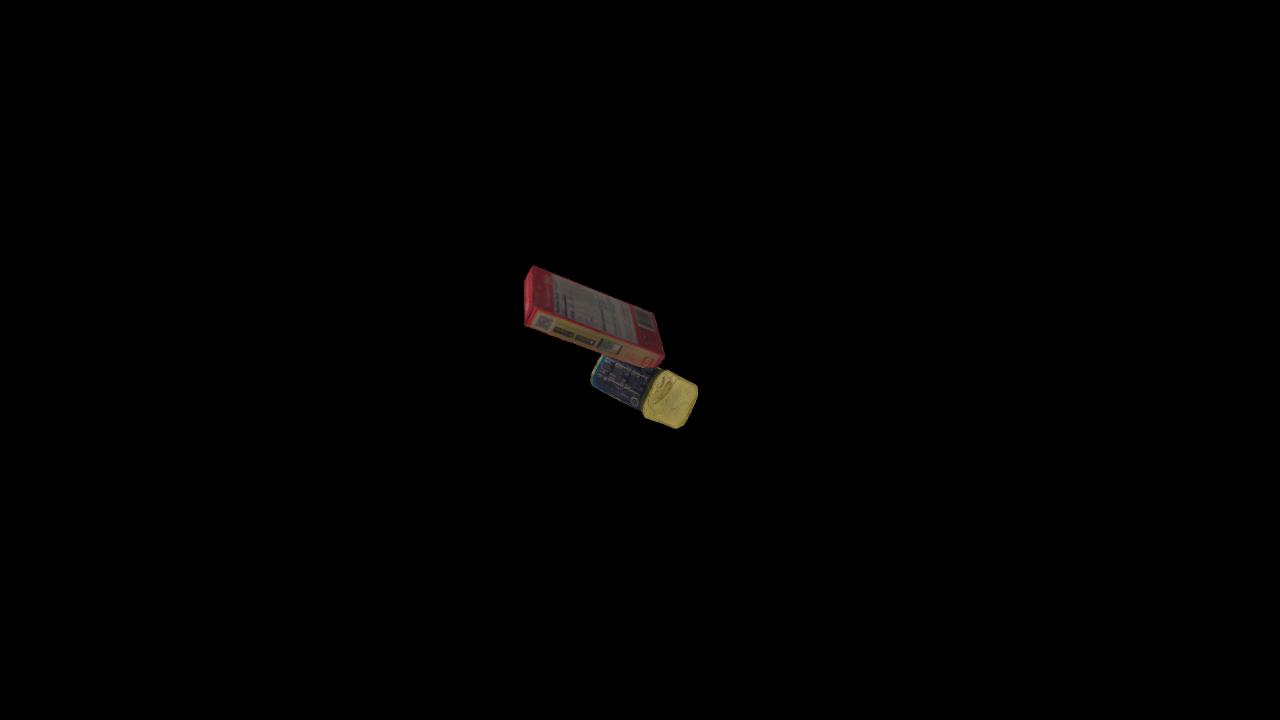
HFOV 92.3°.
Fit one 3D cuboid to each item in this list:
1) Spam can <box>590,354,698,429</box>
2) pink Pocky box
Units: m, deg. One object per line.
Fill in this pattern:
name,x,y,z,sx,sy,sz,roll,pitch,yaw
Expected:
Spam can,0.005,0.031,0.709,0.085,0.058,0.101,25,-2,35
pink Pocky box,-0.050,-0.044,0.663,0.155,0.029,0.084,20,32,-25
